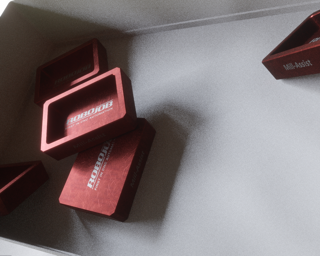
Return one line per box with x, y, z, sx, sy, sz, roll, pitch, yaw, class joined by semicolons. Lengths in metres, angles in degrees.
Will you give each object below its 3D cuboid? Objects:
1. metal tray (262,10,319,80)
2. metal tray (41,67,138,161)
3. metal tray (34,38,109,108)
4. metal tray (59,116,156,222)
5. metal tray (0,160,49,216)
0.172;-0.095;0.318;0.090;0.030;0.130;-43;8;-2;metal tray
-0.099;-0.019;0.425;0.130;0.030;0.090;-22;53;14;metal tray
-0.154;-0.092;0.536;0.130;0.030;0.090;-22;53;14;metal tray
-0.067;0.048;0.407;0.090;0.030;0.130;4;63;29;metal tray
-0.238;0.086;0.441;0.130;0.030;0.090;-8;21;23;metal tray
